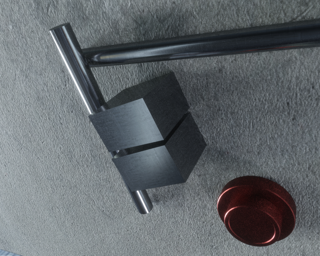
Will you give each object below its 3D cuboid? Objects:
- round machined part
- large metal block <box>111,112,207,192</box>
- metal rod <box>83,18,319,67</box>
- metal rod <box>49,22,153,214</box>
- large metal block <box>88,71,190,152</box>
[{"bbox_3d":[0.122,0.114,0.401,0.098,0.042,0.097,13,124,20],"label":"round machined part"},{"bbox_3d":[0.001,0.030,0.388,0.080,0.080,0.050,-17,109,34],"label":"large metal block"},{"bbox_3d":[0.024,-0.088,0.338,0.301,0.025,0.025,1,119,27],"label":"metal rod"},{"bbox_3d":[-0.069,0.007,0.425,0.025,0.025,0.299,-3,124,29],"label":"metal rod"},{"bbox_3d":[-0.022,-0.020,0.370,0.080,0.080,0.050,-14,111,33],"label":"large metal block"}]
